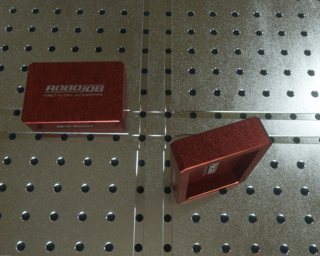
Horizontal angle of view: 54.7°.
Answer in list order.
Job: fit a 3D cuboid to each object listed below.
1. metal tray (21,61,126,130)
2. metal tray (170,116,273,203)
[{"bbox_3d":[-0.113,-0.044,0.424,0.131,0.030,0.090,-1,70,-1],"label":"metal tray"},{"bbox_3d":[0.059,0.041,0.340,0.091,0.130,0.030,-17,64,-6],"label":"metal tray"}]
